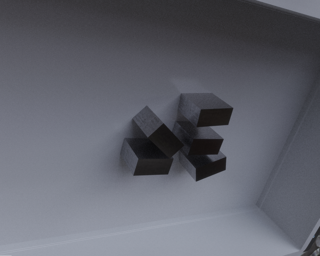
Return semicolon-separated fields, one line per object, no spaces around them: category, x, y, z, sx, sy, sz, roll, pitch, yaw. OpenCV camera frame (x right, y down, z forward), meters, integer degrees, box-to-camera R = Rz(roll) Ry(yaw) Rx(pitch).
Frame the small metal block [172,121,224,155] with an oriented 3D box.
small metal block;0.051;0.013;0.431;0.050;0.050;0.025;2;118;-30

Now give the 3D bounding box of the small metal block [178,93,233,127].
small metal block;0.059;-0.025;0.411;0.050;0.050;0.025;-4;120;-27

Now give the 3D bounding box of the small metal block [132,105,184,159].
small metal block;-0.002;0.005;0.396;0.025;0.050;0.050;-43;130;1

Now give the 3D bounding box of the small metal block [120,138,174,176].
small metal block;-0.018;0.037;0.407;0.050;0.050;0.025;3;117;-30

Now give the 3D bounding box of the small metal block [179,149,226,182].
small metal block;0.062;0.046;0.457;0.050;0.050;0.025;-18;126;-19
